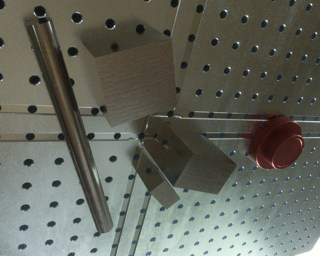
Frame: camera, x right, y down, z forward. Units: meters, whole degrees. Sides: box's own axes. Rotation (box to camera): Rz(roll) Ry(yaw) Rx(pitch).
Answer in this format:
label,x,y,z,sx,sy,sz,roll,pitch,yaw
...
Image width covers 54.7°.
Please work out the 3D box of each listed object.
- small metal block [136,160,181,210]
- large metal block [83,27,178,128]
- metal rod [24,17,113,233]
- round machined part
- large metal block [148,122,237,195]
label,x,y,z,sx,sy,sz,roll,pitch,yaw
small metal block,-0.003,0.081,0.444,0.025,0.050,0.050,-39,129,-2
large metal block,-0.031,-0.058,0.343,0.081,0.050,0.079,-19,126,-17
metal rod,-0.097,0.023,0.372,0.025,0.025,0.298,-20,126,-17
round machined part,0.207,0.032,0.533,0.099,0.042,0.097,-14,124,-21
large metal block,0.042,0.041,0.424,0.081,0.080,0.050,17,109,-35
